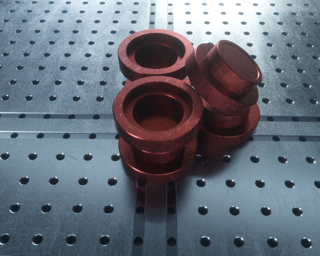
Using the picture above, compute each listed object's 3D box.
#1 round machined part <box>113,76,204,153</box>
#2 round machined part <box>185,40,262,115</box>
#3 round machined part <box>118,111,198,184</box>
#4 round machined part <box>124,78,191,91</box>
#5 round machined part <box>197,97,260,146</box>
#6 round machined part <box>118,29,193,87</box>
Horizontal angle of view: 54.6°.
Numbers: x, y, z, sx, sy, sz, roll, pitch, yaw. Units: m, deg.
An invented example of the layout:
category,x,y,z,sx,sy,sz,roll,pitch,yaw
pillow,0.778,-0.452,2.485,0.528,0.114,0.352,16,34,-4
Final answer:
category,x,y,z,sx,sy,sz,roll,pitch,yaw
round machined part,-0.002,-0.011,0.351,0.099,0.042,0.098,0,50,0
round machined part,0.082,-0.066,0.371,0.099,0.042,0.098,22,45,-24
round machined part,-0.003,0.016,0.384,0.099,0.042,0.098,0,50,0
round machined part,-0.003,-0.059,0.448,0.099,0.042,0.098,0,50,0
round machined part,0.086,-0.026,0.420,0.099,0.042,0.098,0,50,0
round machined part,-0.005,-0.087,0.415,0.099,0.042,0.098,0,50,0
